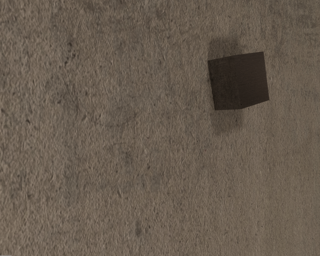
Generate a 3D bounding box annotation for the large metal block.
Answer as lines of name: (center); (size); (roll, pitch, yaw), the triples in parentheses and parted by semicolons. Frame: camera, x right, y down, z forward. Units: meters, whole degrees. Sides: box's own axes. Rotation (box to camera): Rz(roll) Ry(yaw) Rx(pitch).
large metal block: (0.128, -0.076, 0.498); (0.081, 0.050, 0.079); (-17, 101, -39)
